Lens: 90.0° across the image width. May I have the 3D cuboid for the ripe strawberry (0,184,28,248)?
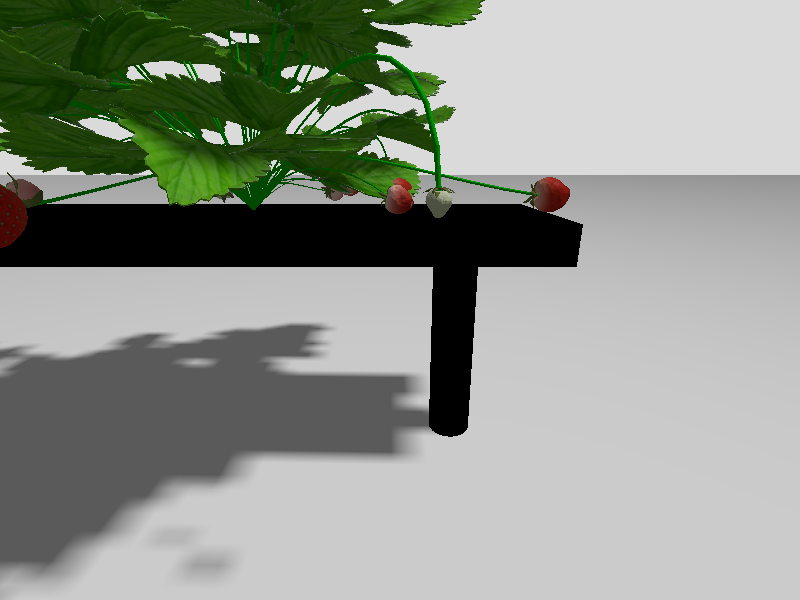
[{"bbox_3d":[-0.186,-0.038,0.169,0.039,0.033,0.039,6,20,18],"label":"ripe strawberry"}]

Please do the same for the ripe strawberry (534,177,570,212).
[{"bbox_3d":[0.126,-0.087,0.332,0.029,0.028,0.027,1,19,2],"label":"ripe strawberry"}]

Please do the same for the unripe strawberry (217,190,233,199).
[{"bbox_3d":[-0.194,-0.121,0.439,0.022,0.019,0.022,-12,22,-31],"label":"unripe strawberry"}]

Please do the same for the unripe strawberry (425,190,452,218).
[{"bbox_3d":[0.016,-0.039,0.163,0.010,0.011,0.011,-14,23,-35],"label":"unripe strawberry"}]

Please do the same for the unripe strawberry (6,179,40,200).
[{"bbox_3d":[-0.354,-0.102,0.379,0.025,0.024,0.023,-2,19,-11],"label":"unripe strawberry"}]

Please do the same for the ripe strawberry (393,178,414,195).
[{"bbox_3d":[0.001,-0.106,0.387,0.027,0.023,0.027,-7,20,-21],"label":"ripe strawberry"}]

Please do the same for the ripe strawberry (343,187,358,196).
[{"bbox_3d":[-0.062,-0.151,0.509,0.034,0.036,0.037,6,19,18],"label":"ripe strawberry"}]

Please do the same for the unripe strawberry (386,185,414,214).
[{"bbox_3d":[0.000,-0.074,0.299,0.021,0.022,0.019,22,24,12],"label":"unripe strawberry"}]
